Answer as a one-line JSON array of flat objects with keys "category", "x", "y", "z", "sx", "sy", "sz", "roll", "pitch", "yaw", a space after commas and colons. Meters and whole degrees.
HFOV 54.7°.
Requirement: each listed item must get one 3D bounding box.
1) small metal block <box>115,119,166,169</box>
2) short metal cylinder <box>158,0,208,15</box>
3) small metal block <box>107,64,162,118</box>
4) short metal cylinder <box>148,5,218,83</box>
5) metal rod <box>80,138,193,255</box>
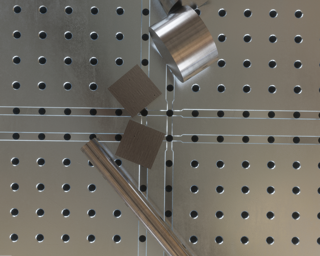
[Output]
[{"category": "small metal block", "x": -0.026, "y": 0.021, "z": 0.413, "sx": 0.050, "sy": 0.025, "sz": 0.050, "roll": 22, "pitch": 90, "yaw": 0}, {"category": "short metal cylinder", "x": 0.032, "y": -0.182, "z": 0.386, "sx": 0.080, "sy": 0.080, "sz": 0.050, "roll": -30, "pitch": 90, "yaw": 0}, {"category": "small metal block", "x": -0.033, "y": -0.048, "z": 0.413, "sx": 0.050, "sy": 0.025, "sz": 0.050, "roll": -40, "pitch": 90, "yaw": 0}, {"category": "short metal cylinder", "x": 0.029, "y": -0.104, "z": 0.386, "sx": 0.050, "sy": 0.080, "sz": 0.080, "roll": -33, "pitch": 90, "yaw": 0}, {"category": "metal rod", "x": -0.001, "y": 0.136, "z": 0.413, "sx": 0.025, "sy": 0.025, "sz": 0.300, "roll": -40, "pitch": 90, "yaw": 0}]
